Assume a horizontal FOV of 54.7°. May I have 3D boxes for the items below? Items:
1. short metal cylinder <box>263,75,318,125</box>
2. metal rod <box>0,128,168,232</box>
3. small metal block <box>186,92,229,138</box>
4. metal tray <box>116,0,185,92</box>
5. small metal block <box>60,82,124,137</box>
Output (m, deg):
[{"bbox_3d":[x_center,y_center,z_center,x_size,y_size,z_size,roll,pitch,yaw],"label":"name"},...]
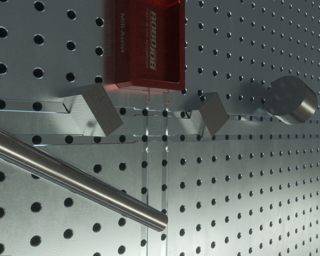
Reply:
[{"bbox_3d":[0.245,-0.052,0.582,0.050,0.080,0.080,24,75,-38],"label":"short metal cylinder"},{"bbox_3d":[-0.098,0.051,0.328,0.301,0.025,0.025,37,67,-34],"label":"metal rod"},{"bbox_3d":[0.074,-0.020,0.474,0.050,0.025,0.050,-43,117,-31],"label":"small metal block"},{"bbox_3d":[-0.010,-0.114,0.398,0.091,0.030,0.129,0,90,-40],"label":"metal tray"},{"bbox_3d":[-0.073,-0.019,0.333,0.025,0.050,0.050,-41,115,-32],"label":"small metal block"}]
